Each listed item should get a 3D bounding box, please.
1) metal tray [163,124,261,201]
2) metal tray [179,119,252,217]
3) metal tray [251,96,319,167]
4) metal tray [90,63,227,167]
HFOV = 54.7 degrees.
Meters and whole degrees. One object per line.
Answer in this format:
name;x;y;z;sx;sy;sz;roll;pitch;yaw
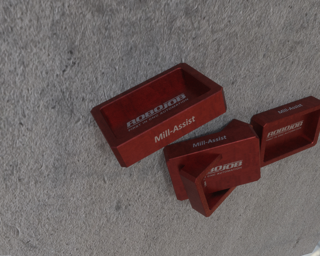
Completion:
metal tray;0.078;0.053;0.455;0.131;0.030;0.090;-15;127;1
metal tray;0.093;0.059;0.465;0.131;0.030;0.090;-40;132;-24
metal tray;0.213;0.006;0.523;0.131;0.030;0.089;-18;126;-18
metal tray;-0.004;-0.020;0.349;0.131;0.090;0.030;-29;128;-10
